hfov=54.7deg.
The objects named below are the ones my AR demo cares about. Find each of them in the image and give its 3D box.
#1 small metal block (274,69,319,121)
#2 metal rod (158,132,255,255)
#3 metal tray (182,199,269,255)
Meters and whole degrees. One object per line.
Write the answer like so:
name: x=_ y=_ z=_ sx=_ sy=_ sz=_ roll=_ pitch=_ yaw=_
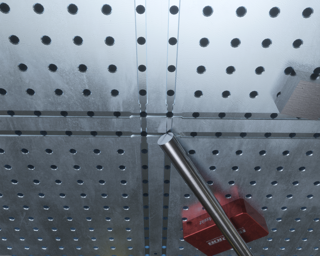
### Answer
small metal block: x=0.178 y=-0.040 z=0.379 sx=0.050 sy=0.025 sz=0.050 roll=9 pitch=130 yaw=-8
metal rod: x=0.084 y=0.126 z=0.489 sx=0.025 sy=0.025 sz=0.299 roll=-25 pitch=117 yaw=19
metal tray: x=0.118 y=0.186 z=0.568 sx=0.130 sy=0.030 sz=0.090 roll=-32 pitch=124 yaw=24
